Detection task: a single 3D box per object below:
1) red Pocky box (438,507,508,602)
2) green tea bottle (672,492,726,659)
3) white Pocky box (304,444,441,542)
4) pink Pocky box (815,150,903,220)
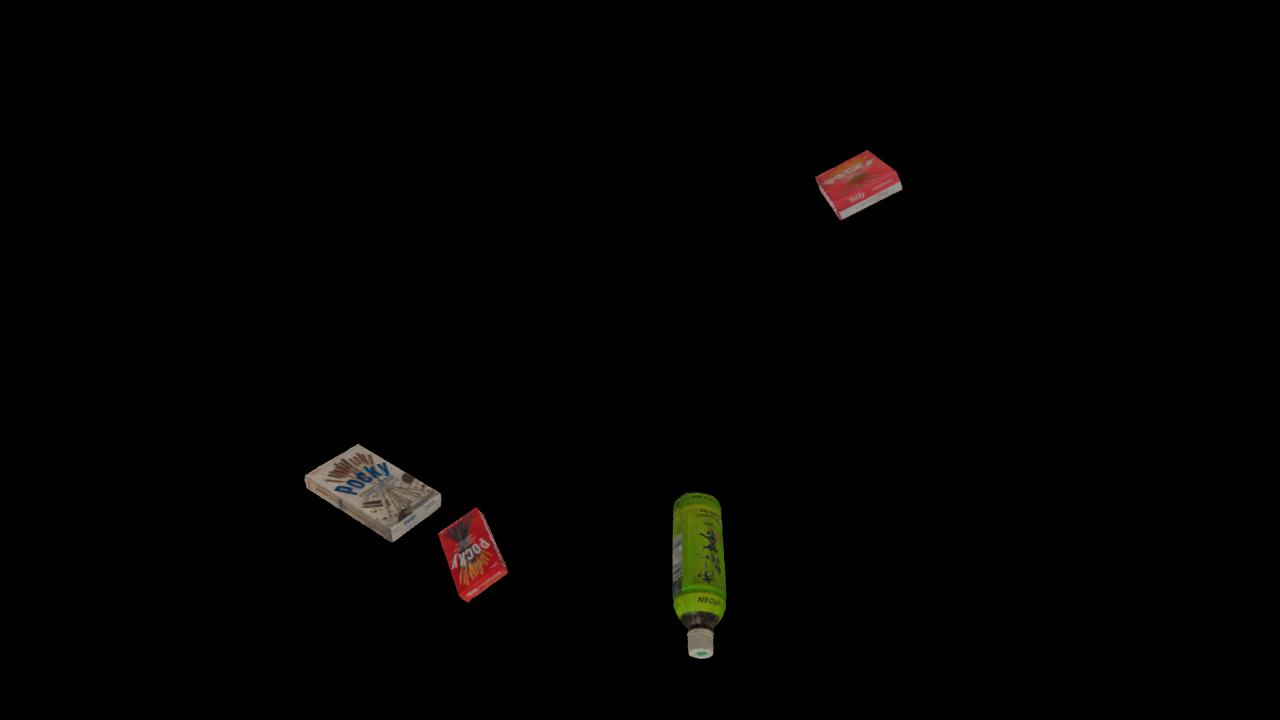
[{"bbox_3d":[-0.286,0.327,1.048,0.083,0.028,0.155,-34,39,-11],"label":"red Pocky box"},{"bbox_3d":[0.077,0.280,0.812,0.073,0.073,0.212,0,44,6],"label":"green tea bottle"},{"bbox_3d":[-0.340,0.167,0.786,0.154,0.028,0.084,23,33,20],"label":"white Pocky box"},{"bbox_3d":[0.296,-0.244,0.846,0.084,0.029,0.155,-25,23,18],"label":"pink Pocky box"}]
